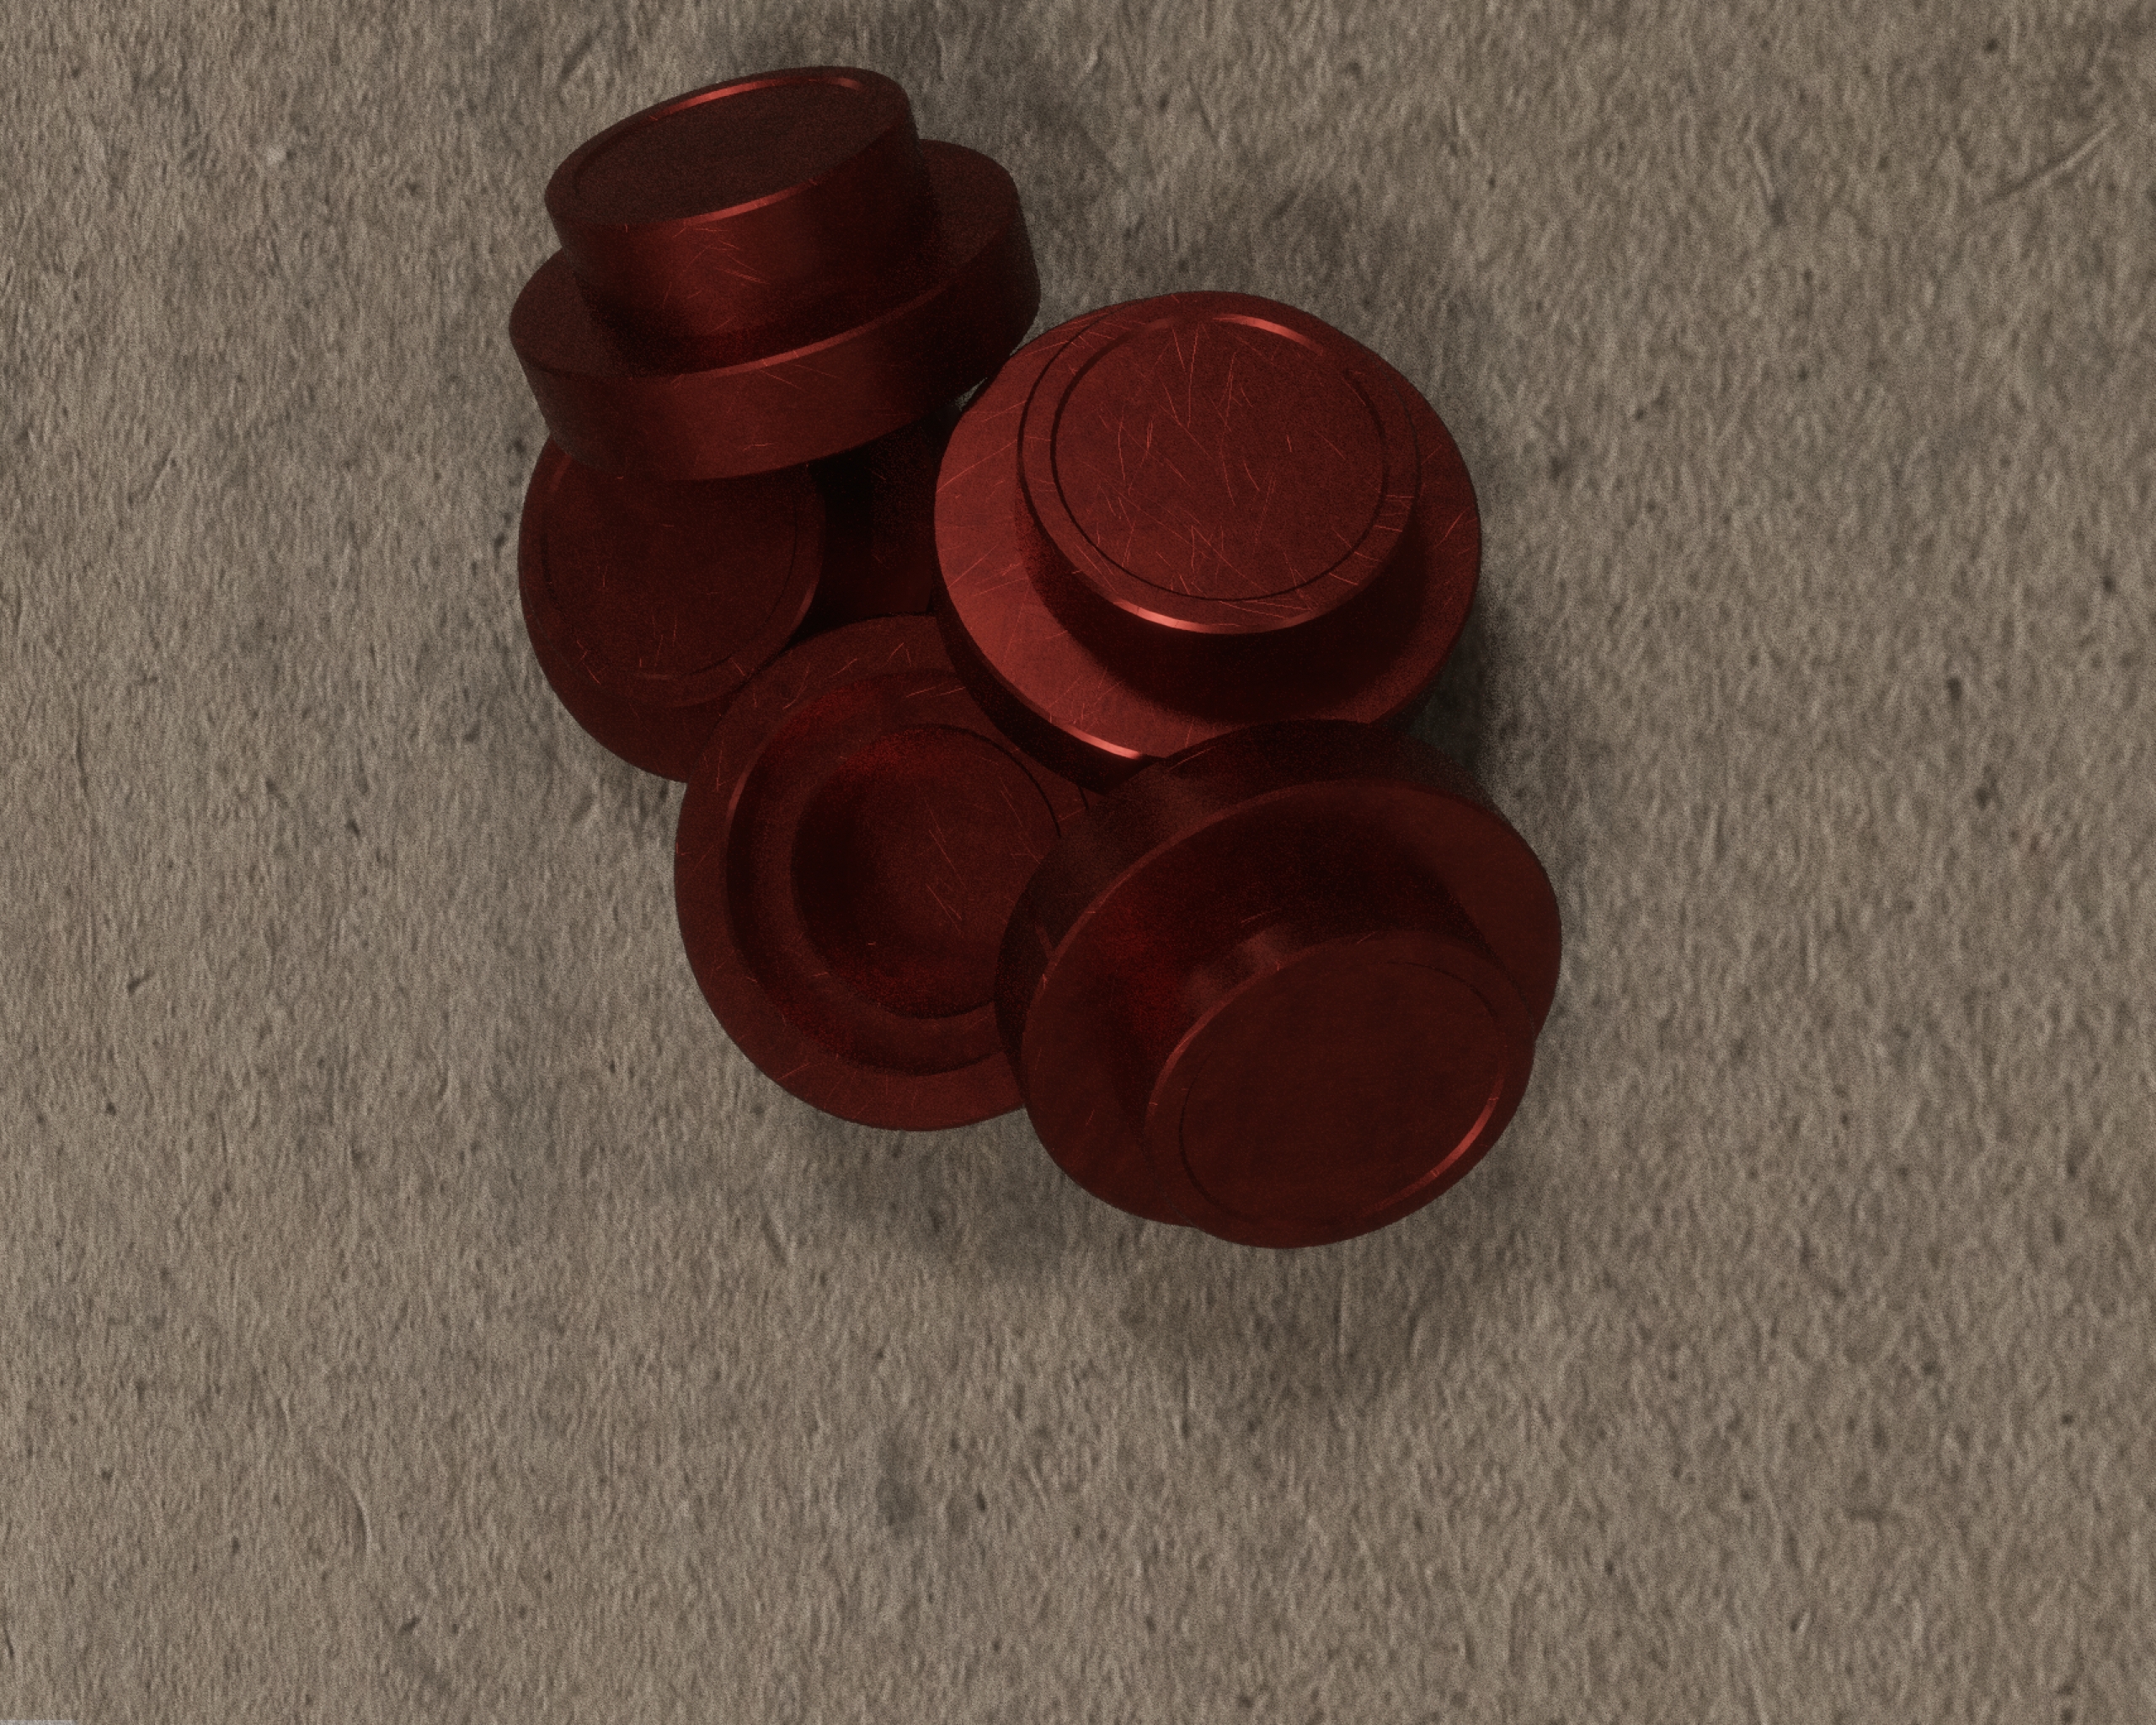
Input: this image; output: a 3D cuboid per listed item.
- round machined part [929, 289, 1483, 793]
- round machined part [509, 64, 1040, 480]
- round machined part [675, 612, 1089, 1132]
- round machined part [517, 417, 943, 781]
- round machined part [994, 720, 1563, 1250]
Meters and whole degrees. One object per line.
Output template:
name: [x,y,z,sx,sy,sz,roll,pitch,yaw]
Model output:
round machined part: [0.023,-0.061,0.369,0.099,0.042,0.098,1,68,-3]
round machined part: [-0.059,-0.115,0.390,0.098,0.098,0.042,1,132,19]
round machined part: [-0.025,0.002,0.409,0.098,0.042,0.097,0,90,19]
round machined part: [-0.073,-0.064,0.427,0.098,0.042,0.097,0,90,19]
round machined part: [0.038,0.028,0.358,0.098,0.098,0.042,-45,36,14]
